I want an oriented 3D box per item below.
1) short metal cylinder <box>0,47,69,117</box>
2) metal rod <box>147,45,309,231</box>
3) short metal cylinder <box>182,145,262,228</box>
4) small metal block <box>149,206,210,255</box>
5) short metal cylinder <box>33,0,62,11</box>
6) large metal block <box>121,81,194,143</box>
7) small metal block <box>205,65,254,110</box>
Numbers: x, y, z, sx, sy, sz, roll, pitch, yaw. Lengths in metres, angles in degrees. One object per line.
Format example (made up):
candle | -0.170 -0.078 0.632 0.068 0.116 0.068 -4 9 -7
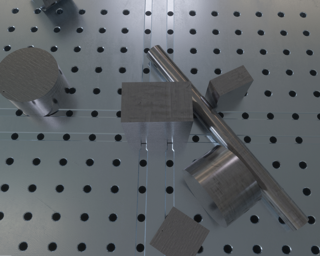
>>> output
short metal cylinder | -0.170 -0.061 0.419 0.081 0.050 0.080 0 70 0
metal rod | 0.079 0.002 0.411 0.025 0.025 0.300 -35 74 -12
short metal cylinder | 0.070 0.067 0.359 0.050 0.080 0.080 -34 74 -11
small metal block | 0.023 0.129 0.365 0.050 0.025 0.050 32 73 11
short metal cylinder | -0.177 -0.225 0.464 0.050 0.080 0.080 -41 75 -13
large metal block | -0.003 -0.017 0.388 0.081 0.080 0.050 -1 70 0
small metal block | 0.092 -0.053 0.418 0.050 0.050 0.025 -26 72 -9
